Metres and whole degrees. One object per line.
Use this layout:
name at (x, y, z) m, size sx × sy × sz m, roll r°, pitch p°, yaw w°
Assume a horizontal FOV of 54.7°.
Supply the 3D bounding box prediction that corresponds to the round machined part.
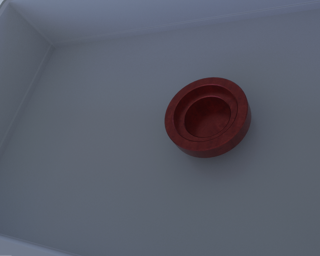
round machined part at (0.059, -0.009, 0.369) m, size 0.098 × 0.042 × 0.098 m, roll -13°, pitch 56°, yaw 20°
